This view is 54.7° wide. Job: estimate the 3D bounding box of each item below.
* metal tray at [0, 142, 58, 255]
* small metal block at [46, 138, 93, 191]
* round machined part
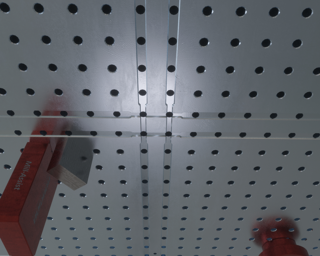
[{"bbox_3d":[-0.175,0.093,0.420,0.030,0.130,0.089,3,130,-2],"label":"metal tray"},{"bbox_3d":[-0.126,0.052,0.438,0.025,0.050,0.050,-29,125,22],"label":"small metal block"},{"bbox_3d":[0.246,0.258,0.623,0.099,0.042,0.097,0,130,0],"label":"round machined part"}]
